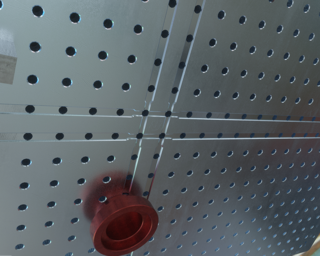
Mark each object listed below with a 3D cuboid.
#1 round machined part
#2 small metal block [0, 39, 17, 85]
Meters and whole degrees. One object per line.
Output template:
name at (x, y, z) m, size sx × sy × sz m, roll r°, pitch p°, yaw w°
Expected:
round machined part at (-0.055, 0.138, 0.457) m, size 0.099 × 0.042 × 0.097 m, roll -14°, pitch 125°, yaw -21°
small metal block at (-0.156, -0.063, 0.271) m, size 0.050 × 0.050 × 0.025 m, roll 7°, pitch 115°, yaw -32°
